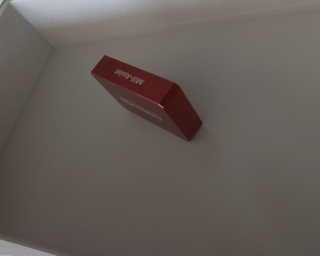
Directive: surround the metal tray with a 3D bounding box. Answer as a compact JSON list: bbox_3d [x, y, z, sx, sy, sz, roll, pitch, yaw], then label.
[{"bbox_3d":[-0.017,-0.038,0.391,0.130,0.090,0.030,28,77,36],"label":"metal tray"}]
